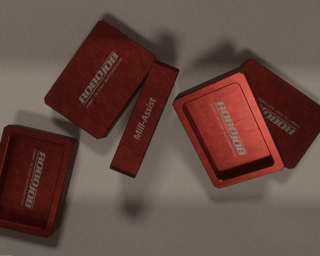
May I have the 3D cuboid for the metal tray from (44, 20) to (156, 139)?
[{"bbox_3d":[-0.076,-0.062,0.408,0.090,0.030,0.130,35,90,-1],"label":"metal tray"}]

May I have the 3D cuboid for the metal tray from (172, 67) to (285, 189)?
[{"bbox_3d":[0.084,0.003,0.380,0.090,0.030,0.130,-23,104,22],"label":"metal tray"}]

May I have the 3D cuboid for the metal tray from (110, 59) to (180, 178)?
[{"bbox_3d":[-0.017,-0.010,0.378,0.030,0.090,0.129,22,90,0],"label":"metal tray"}]

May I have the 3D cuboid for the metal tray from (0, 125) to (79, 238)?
[{"bbox_3d":[-0.168,0.068,0.406,0.091,0.030,0.129,13,90,-1],"label":"metal tray"}]

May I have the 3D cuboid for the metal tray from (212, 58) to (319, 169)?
[{"bbox_3d":[0.143,-0.018,0.411,0.130,0.030,0.090,35,90,-1],"label":"metal tray"}]
